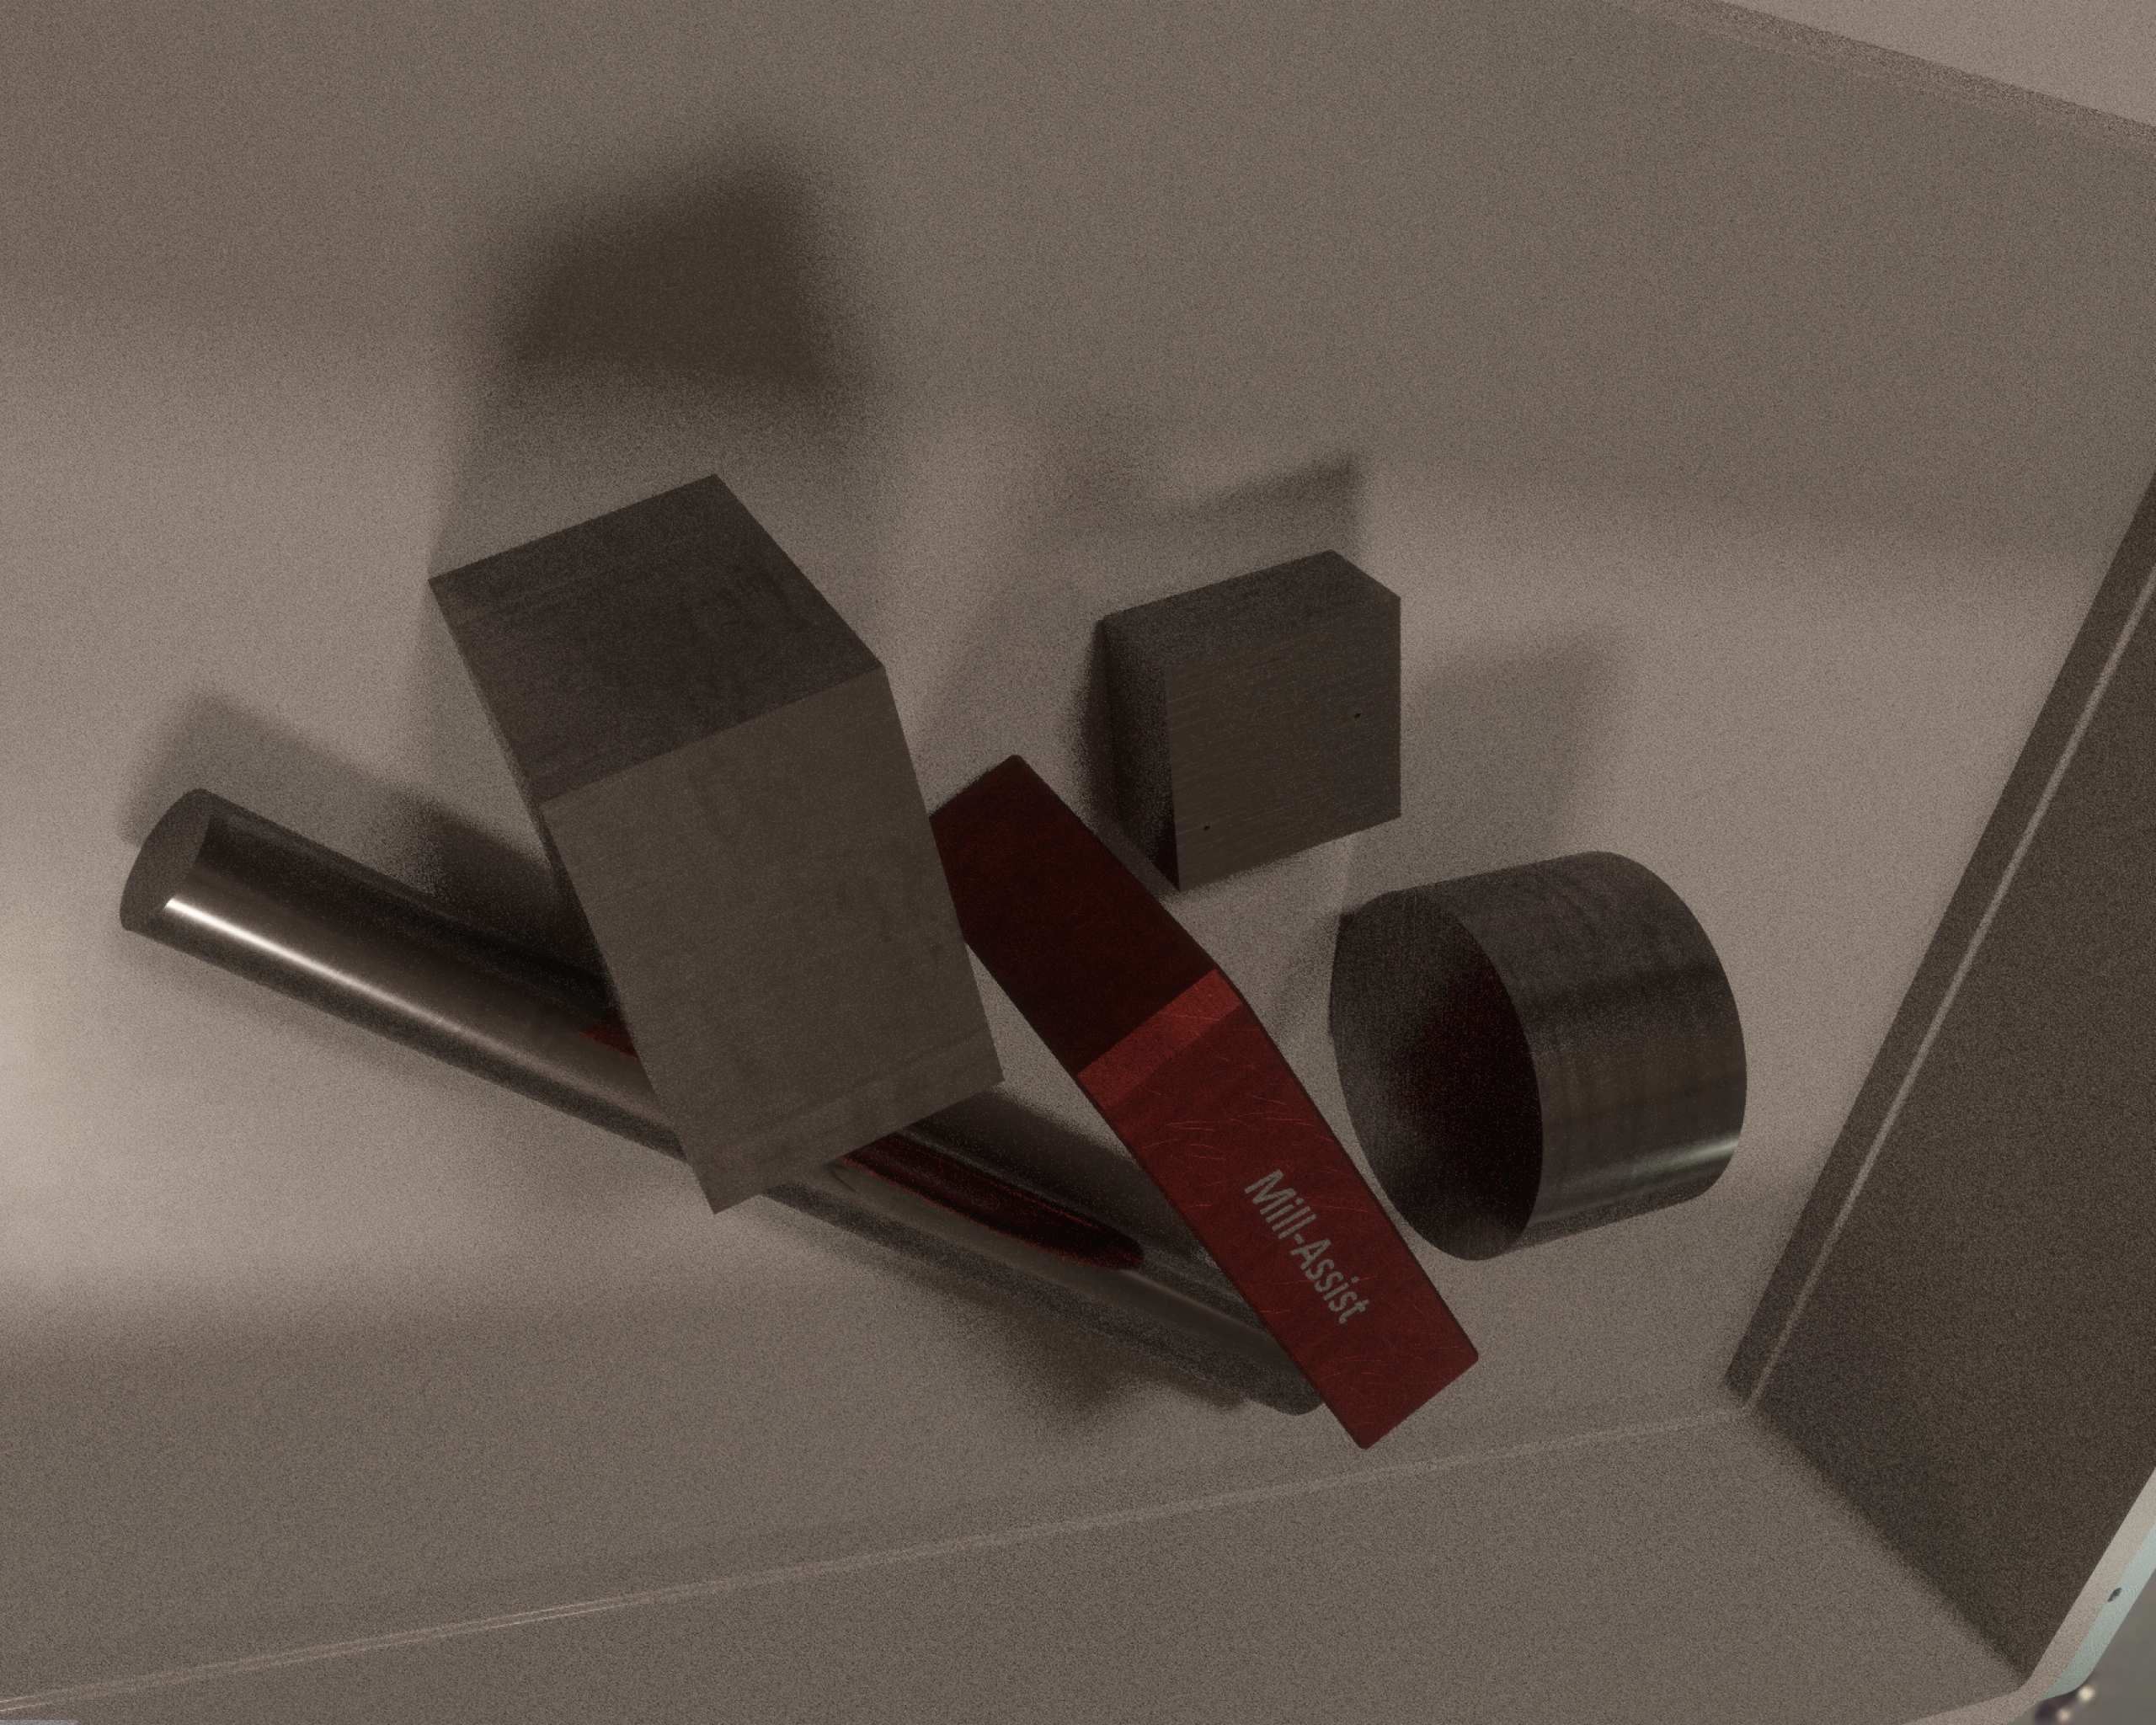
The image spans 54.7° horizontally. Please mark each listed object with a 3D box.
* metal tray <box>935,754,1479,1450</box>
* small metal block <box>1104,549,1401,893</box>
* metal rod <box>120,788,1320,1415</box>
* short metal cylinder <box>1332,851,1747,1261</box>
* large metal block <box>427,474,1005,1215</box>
[{"bbox_3d":[0.022,0.048,0.407,0.030,0.090,0.130,-38,130,-4],"label":"metal tray"},{"bbox_3d":[0.035,-0.028,0.409,0.050,0.025,0.050,-19,126,-18],"label":"small metal block"},{"bbox_3d":[-0.044,0.062,0.422,0.301,0.025,0.025,32,100,-39],"label":"metal rod"},{"bbox_3d":[0.097,0.041,0.452,0.050,0.080,0.079,-11,123,-22],"label":"short metal cylinder"},{"bbox_3d":[-0.059,-0.005,0.337,0.050,0.080,0.080,-24,128,-14],"label":"large metal block"}]
